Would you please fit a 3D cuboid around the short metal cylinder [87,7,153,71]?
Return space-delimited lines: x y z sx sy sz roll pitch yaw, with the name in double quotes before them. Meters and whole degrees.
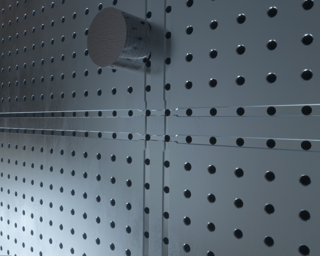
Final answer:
"short metal cylinder" -0.058 -0.123 0.438 0.080 0.050 0.079 0 90 39
